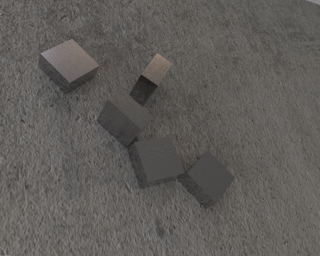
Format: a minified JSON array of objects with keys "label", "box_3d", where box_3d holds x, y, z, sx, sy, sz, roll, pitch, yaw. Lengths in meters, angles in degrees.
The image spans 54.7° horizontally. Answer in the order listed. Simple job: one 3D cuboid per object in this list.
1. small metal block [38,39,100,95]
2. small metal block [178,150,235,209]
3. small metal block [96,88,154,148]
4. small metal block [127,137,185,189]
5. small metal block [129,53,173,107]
[{"label":"small metal block","box_3d":[-0.114,-0.078,0.390,0.050,0.025,0.050,45,51,3]},{"label":"small metal block","box_3d":[0.060,0.065,0.396,0.050,0.025,0.050,46,51,4]},{"label":"small metal block","box_3d":[-0.043,-0.011,0.371,0.050,0.050,0.025,42,51,1]},{"label":"small metal block","box_3d":[-0.005,0.041,0.376,0.050,0.025,0.050,-8,66,-32]},{"label":"small metal block","box_3d":[-0.014,-0.065,0.420,0.025,0.050,0.050,34,51,-6]}]
